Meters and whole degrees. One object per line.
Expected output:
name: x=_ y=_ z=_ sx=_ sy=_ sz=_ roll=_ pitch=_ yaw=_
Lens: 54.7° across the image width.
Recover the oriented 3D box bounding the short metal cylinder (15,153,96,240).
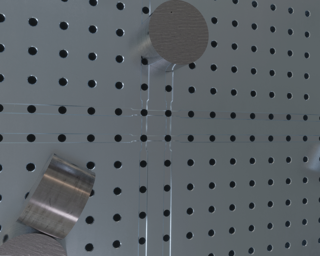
short metal cylinder: x=-0.114 y=0.074 z=0.341 sx=0.050 sy=0.080 sz=0.080 roll=30 pitch=80 yaw=-18

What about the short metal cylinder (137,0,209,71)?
short metal cylinder: x=0.016 y=-0.118 z=0.405 sx=0.081 sy=0.050 sz=0.079 roll=0 pitch=90 yaw=-20

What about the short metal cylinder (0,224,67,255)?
short metal cylinder: x=-0.146 y=0.150 z=0.346 sx=0.081 sy=0.050 sz=0.079 roll=0 pitch=90 yaw=-20
